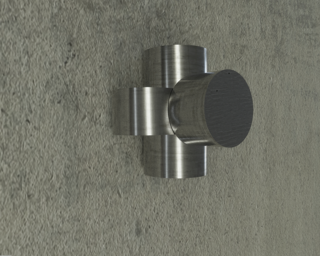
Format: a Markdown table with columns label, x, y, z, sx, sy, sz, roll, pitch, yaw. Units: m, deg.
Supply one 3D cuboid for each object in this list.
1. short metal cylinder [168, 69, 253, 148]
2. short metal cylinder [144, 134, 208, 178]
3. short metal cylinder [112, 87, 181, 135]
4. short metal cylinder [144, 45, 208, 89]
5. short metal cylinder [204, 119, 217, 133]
| label | x | y | z | sx | sy | sz | roll | pitch | yaw |
| --- | --- | --- | --- | --- | --- | --- | --- | --- | --- |
| short metal cylinder | 0.056 | -0.020 | 0.334 | 0.081 | 0.050 | 0.079 | 0 | 90 | -40 |
| short metal cylinder | 0.020 | 0.032 | 0.389 | 0.081 | 0.080 | 0.050 | 0 | 91 | -40 |
| short metal cylinder | -0.015 | -0.018 | 0.360 | 0.081 | 0.080 | 0.050 | -2 | 91 | -40 |
| short metal cylinder | 0.020 | -0.070 | 0.389 | 0.081 | 0.080 | 0.050 | -2 | 92 | -40 |
| short metal cylinder | 0.047 | -0.019 | 0.412 | 0.081 | 0.080 | 0.050 | -1 | 91 | -40 |
